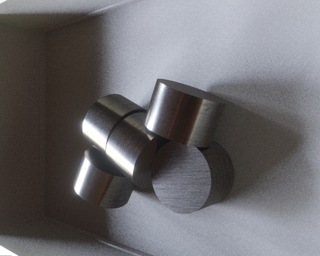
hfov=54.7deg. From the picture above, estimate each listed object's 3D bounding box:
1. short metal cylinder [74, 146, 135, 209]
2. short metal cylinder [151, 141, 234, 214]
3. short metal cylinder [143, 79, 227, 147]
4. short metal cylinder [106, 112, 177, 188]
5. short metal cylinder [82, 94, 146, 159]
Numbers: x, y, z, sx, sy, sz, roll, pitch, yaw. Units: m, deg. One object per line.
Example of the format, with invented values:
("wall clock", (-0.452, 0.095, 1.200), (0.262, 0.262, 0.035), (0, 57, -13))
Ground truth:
("short metal cylinder", (-0.072, 0.064, 0.425), (0.080, 0.081, 0.050), (36, 112, 34))
("short metal cylinder", (0.037, 0.053, 0.356), (0.080, 0.050, 0.079), (0, 90, 39))
("short metal cylinder", (0.027, -0.018, 0.345), (0.080, 0.081, 0.050), (29, 108, 36))
("short metal cylinder", (-0.019, 0.027, 0.383), (0.050, 0.081, 0.079), (33, 111, 35))
("short metal cylinder", (-0.054, 0.001, 0.411), (0.050, 0.081, 0.079), (32, 110, 35))
